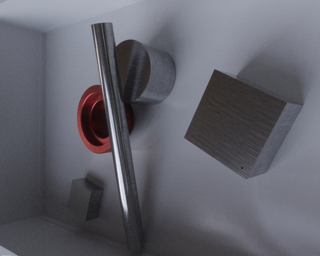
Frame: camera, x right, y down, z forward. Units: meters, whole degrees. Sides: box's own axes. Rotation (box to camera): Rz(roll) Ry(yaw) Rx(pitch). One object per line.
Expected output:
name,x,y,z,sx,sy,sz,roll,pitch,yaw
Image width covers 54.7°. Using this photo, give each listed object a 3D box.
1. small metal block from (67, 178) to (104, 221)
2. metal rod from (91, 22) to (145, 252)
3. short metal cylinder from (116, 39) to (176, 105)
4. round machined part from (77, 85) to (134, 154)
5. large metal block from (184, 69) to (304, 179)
small metal block,-0.122,0.115,0.505,0.050,0.025,0.050,20,103,38
metal rod,-0.051,0.021,0.399,0.025,0.025,0.298,4,108,39
short metal cylinder,-0.026,-0.071,0.410,0.080,0.050,0.079,0,90,39
round machined part,-0.076,-0.013,0.453,0.098,0.042,0.097,3,95,42
large metal block,0.084,-0.006,0.320,0.080,0.050,0.079,35,111,34
